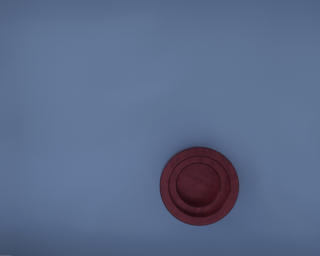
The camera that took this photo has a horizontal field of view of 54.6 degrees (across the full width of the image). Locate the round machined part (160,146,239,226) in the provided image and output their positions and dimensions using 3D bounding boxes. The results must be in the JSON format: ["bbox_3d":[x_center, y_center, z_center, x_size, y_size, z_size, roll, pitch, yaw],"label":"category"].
[{"bbox_3d":[0.049,0.072,0.403,0.099,0.042,0.097,0,90,0],"label":"round machined part"}]
